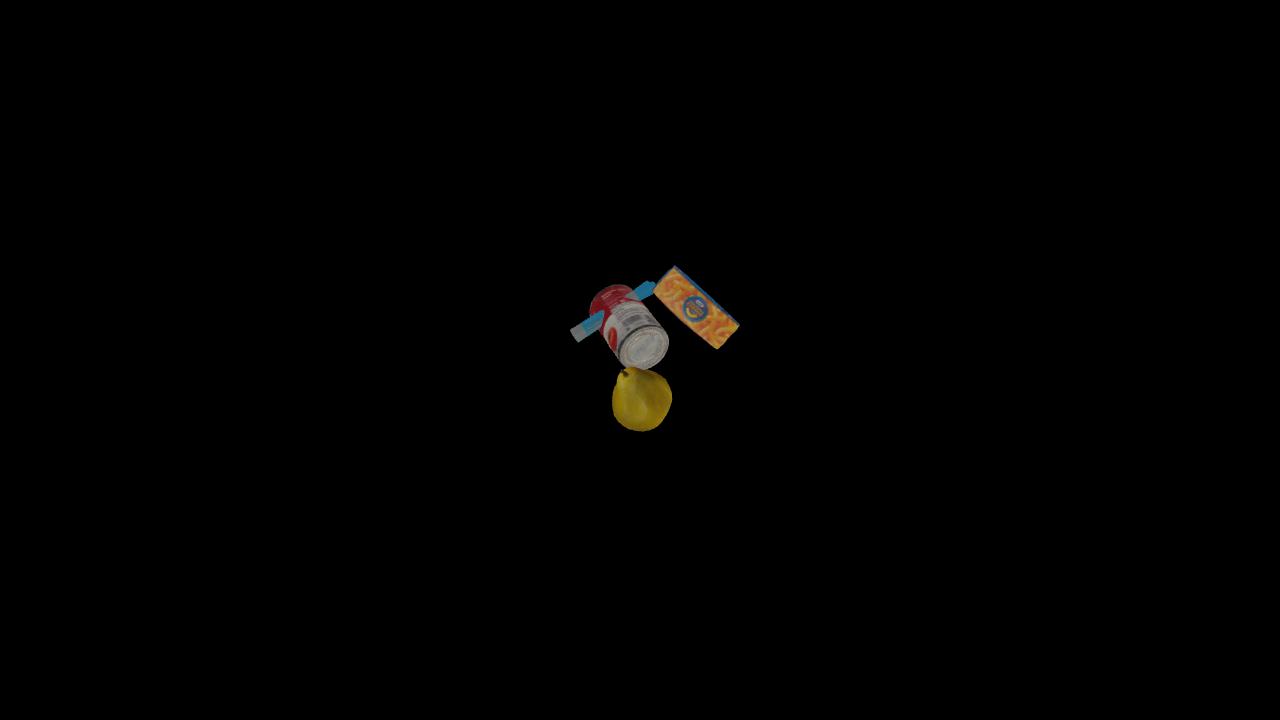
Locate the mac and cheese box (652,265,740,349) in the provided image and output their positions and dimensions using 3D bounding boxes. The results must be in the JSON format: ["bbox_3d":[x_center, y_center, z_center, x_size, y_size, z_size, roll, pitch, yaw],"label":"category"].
[{"bbox_3d":[0.058,-0.063,0.708,0.093,0.041,0.184,43,6,-3],"label":"mac and cheese box"}]

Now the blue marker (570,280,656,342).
[{"bbox_3d":[-0.031,-0.062,0.761,0.121,0.020,0.020,-34,4,-7],"label":"blue marker"}]

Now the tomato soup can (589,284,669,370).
[{"bbox_3d":[-0.014,-0.040,0.762,0.068,0.068,0.101,0,35,-30],"label":"tomato soup can"}]

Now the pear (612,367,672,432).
[{"bbox_3d":[-0.005,0.034,0.757,0.080,0.080,0.111,0,-43,20],"label":"pear"}]
